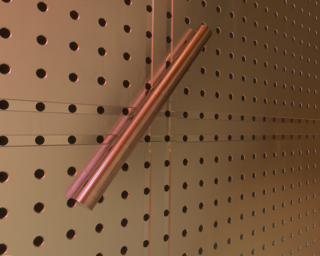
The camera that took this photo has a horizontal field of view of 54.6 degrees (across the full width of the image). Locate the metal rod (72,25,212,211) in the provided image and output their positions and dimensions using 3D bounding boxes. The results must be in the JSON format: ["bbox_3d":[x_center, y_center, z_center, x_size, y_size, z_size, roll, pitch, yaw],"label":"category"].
[{"bbox_3d":[-0.009,-0.030,0.400,0.025,0.025,0.301,48,61,-29],"label":"metal rod"}]
